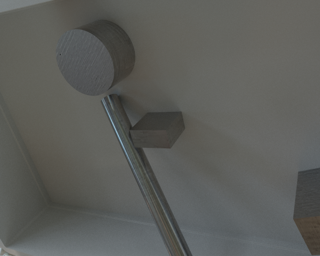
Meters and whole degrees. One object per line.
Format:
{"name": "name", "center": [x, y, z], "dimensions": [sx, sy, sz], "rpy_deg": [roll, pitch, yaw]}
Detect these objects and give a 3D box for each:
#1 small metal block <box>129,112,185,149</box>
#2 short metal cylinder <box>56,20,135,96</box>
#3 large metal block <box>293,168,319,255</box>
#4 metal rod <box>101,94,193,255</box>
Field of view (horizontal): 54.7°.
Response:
{"name": "small metal block", "center": [-0.002, 0.002, 0.393], "dimensions": [0.050, 0.050, 0.025], "rpy_deg": [0, 118, 28]}
{"name": "short metal cylinder", "center": [-0.078, -0.086, 0.379], "dimensions": [0.080, 0.050, 0.079], "rpy_deg": [13, 124, 20]}
{"name": "large metal block", "center": [0.192, 0.081, 0.322], "dimensions": [0.080, 0.080, 0.050], "rpy_deg": [-20, 108, 35]}
{"name": "metal rod", "center": [-0.005, 0.091, 0.390], "dimensions": [0.025, 0.025, 0.299], "rpy_deg": [-36, 75, 38]}
